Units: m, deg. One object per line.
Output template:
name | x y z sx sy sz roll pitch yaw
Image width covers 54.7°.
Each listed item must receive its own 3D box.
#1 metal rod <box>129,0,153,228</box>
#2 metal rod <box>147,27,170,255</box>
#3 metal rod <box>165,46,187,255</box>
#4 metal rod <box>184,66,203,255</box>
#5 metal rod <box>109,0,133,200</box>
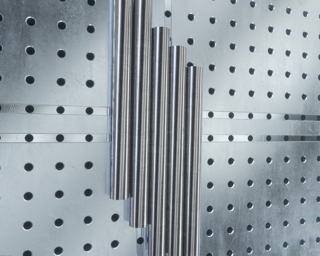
metal rod | -0.025 -0.023 0.403 0.025 0.025 0.298 1 90 -20
metal rod | -0.002 0.018 0.412 0.025 0.025 0.298 1 90 -20
metal rod | 0.021 0.040 0.421 0.025 0.025 0.298 1 90 -20
metal rod | 0.045 0.066 0.430 0.025 0.025 0.298 1 90 -20
metal rod | -0.049 -0.060 0.395 0.025 0.025 0.298 1 90 -20
